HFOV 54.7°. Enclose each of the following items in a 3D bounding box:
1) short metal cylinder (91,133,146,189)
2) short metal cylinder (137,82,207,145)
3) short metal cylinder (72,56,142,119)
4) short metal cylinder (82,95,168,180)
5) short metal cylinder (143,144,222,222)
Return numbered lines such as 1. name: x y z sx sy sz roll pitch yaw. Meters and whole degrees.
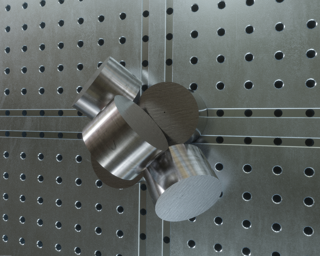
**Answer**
1. short metal cylinder: -0.044 0.036 0.413 0.080 0.050 0.079 0 90 19
2. short metal cylinder: 0.015 -0.016 0.392 0.080 0.050 0.079 0 90 19
3. short metal cylinder: -0.068 -0.045 0.399 0.050 0.080 0.080 37 104 -19
4. short metal cylinder: -0.037 0.010 0.341 0.050 0.080 0.080 -43 77 15
5. short metal cylinder: 0.025 0.065 0.366 0.080 0.080 0.050 -42 42 15
